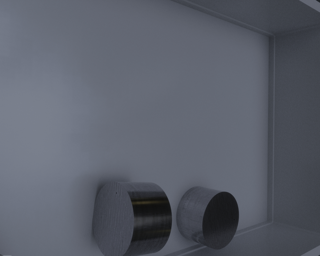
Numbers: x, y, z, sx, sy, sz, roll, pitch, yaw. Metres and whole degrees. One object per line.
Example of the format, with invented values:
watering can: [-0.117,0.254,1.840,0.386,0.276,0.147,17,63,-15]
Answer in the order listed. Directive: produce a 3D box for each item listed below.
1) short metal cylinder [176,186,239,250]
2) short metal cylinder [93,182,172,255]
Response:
short metal cylinder: [0.070,0.129,0.452,0.081,0.050,0.079,0,90,-40]
short metal cylinder: [-0.032,0.101,0.346,0.050,0.080,0.080,10,84,-40]
